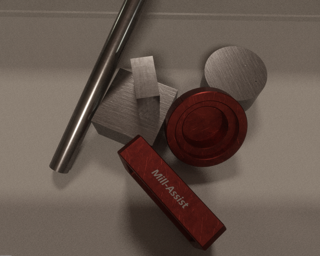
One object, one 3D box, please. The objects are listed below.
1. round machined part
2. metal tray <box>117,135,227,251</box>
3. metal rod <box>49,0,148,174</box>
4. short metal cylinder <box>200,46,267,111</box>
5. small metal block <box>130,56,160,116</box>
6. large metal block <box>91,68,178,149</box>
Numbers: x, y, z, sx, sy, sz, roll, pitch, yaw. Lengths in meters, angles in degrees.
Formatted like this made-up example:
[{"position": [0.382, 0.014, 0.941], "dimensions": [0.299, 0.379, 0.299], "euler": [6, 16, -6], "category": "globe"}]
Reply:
[{"position": [0.054, -0.004, 0.385], "dimensions": [0.099, 0.042, 0.097], "euler": [-3, 113, -6], "category": "round machined part"}, {"position": [0.010, 0.074, 0.348], "dimensions": [0.030, 0.090, 0.130], "euler": [-40, 75, -13], "category": "metal tray"}, {"position": [-0.063, -0.082, 0.377], "dimensions": [0.025, 0.025, 0.299], "euler": [27, 96, 9], "category": "metal rod"}, {"position": [0.097, -0.063, 0.421], "dimensions": [0.081, 0.050, 0.080], "euler": [0, 70, 0], "category": "short metal cylinder"}, {"position": [-0.017, -0.047, 0.360], "dimensions": [0.025, 0.050, 0.050], "euler": [-9, 70, -3], "category": "small metal block"}, {"position": [-0.030, -0.020, 0.403], "dimensions": [0.080, 0.050, 0.080], "euler": [22, 71, 7], "category": "large metal block"}]
